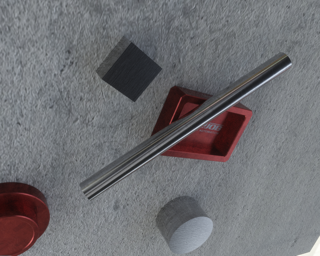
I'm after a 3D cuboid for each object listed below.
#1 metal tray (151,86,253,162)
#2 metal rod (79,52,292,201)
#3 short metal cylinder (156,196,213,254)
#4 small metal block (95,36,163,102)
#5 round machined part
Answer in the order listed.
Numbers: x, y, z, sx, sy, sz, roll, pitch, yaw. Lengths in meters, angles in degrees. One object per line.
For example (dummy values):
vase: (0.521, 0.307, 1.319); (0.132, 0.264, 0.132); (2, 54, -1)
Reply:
metal tray: (0.059, -0.001, 0.437); (0.131, 0.030, 0.089); (9, 114, -33)
metal rod: (0.037, -0.006, 0.385); (0.301, 0.025, 0.025); (-33, 129, -7)
short metal cylinder: (0.040, 0.160, 0.514); (0.081, 0.050, 0.079); (-14, 125, -21)
small metal block: (-0.035, -0.065, 0.349); (0.050, 0.025, 0.050); (35, 99, -39)
round machined part: (-0.183, 0.116, 0.369); (0.099, 0.042, 0.097); (-14, 125, -21)
